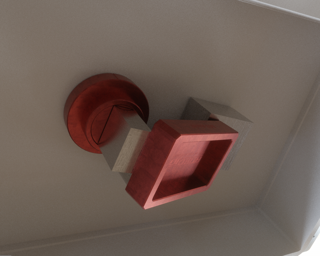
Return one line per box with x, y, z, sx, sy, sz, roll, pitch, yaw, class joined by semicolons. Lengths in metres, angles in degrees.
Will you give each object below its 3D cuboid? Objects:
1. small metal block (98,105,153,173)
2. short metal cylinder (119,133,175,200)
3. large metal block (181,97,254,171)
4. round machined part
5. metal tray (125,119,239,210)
-0.038;0.012;0.323;0.025;0.050;0.050;13;112;-34;small metal block
-0.011;0.049;0.401;0.081;0.050;0.080;-26;145;-20;short metal cylinder
0.071;0.010;0.436;0.081;0.050;0.079;10;113;-33;large metal block
-0.057;-0.010;0.359;0.099;0.042;0.097;-14;125;-21;round machined part
0.030;0.037;0.353;0.131;0.030;0.089;0;121;-51;metal tray
